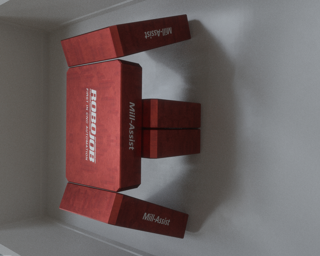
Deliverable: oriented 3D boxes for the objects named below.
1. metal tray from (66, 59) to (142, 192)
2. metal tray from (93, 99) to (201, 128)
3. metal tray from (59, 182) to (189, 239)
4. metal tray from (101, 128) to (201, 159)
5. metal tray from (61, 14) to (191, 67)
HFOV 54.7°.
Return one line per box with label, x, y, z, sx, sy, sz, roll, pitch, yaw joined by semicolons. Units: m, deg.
metal tray;-0.063;-0.003;0.336;0.090;0.030;0.129;1;91;39
metal tray;-0.027;-0.016;0.385;0.130;0.091;0.030;1;91;40
metal tray;-0.038;0.099;0.366;0.090;0.130;0.030;1;69;39
metal tray;-0.027;0.015;0.386;0.130;0.091;0.030;1;91;40
metal tray;-0.036;-0.104;0.365;0.090;0.131;0.030;1;111;40
